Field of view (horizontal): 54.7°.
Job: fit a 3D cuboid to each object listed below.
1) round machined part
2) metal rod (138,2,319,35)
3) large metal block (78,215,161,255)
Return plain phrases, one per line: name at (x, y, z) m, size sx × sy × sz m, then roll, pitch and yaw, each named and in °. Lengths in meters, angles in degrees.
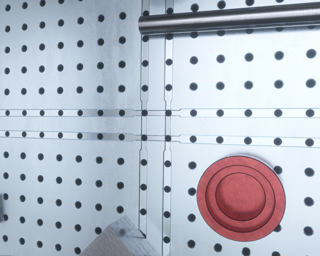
round machined part at (0.096, 0.080, 0.369) m, size 0.098 × 0.042 × 0.097 m, roll 0°, pitch 90°, yaw 19°
metal rod at (0.118, -0.132, 0.370) m, size 0.301 × 0.025 × 0.025 m, roll 3°, pitch 91°, yaw 19°
large metal block at (-0.057, 0.180, 0.418) m, size 0.080 × 0.050 × 0.080 m, roll 46°, pitch 104°, yaw 14°
